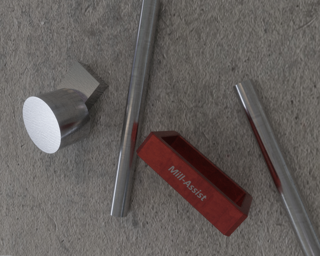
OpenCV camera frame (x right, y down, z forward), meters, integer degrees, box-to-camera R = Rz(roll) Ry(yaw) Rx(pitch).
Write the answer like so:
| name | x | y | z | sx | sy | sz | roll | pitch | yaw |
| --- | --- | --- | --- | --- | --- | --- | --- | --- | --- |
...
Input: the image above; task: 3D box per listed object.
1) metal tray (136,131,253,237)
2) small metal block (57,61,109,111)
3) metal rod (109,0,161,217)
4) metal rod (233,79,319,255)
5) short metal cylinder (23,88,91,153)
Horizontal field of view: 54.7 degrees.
| name | x | y | z | sx | sy | sz | roll | pitch | yaw |
| --- | --- | --- | --- | --- | --- | --- | --- | --- | --- |
| metal tray | 0.043 | 0.056 | 0.359 | 0.130 | 0.090 | 0.030 | 41 | 103 | 15 |
| small metal block | -0.112 | -0.060 | 0.448 | 0.050 | 0.025 | 0.050 | 45 | 104 | 14 |
| metal rod | -0.034 | -0.028 | 0.420 | 0.025 | 0.025 | 0.298 | 10 | 93 | 19 |
| metal rod | 0.153 | 0.085 | 0.354 | 0.025 | 0.025 | 0.299 | -23 | 82 | 18 |
| short metal cylinder | -0.144 | -0.011 | 0.431 | 0.080 | 0.050 | 0.079 | 15 | 117 | 32 |
